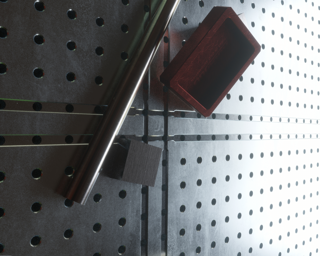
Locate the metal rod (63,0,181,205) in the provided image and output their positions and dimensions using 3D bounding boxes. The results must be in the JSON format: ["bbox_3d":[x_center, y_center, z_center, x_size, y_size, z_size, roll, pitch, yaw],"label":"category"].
[{"bbox_3d":[-0.037,-0.053,0.379,0.025,0.025,0.300,36,68,-35],"label":"metal rod"}]

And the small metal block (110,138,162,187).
[{"bbox_3d":[-0.029,0.044,0.387,0.050,0.025,0.050,20,77,-39],"label":"small metal block"}]

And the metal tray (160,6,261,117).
[{"bbox_3d":[0.073,-0.091,0.435,0.090,0.030,0.130,37,92,-34],"label":"metal tray"}]

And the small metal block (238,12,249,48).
[{"bbox_3d":[0.112,-0.147,0.489,0.025,0.050,0.050,-38,114,-35],"label":"small metal block"}]
